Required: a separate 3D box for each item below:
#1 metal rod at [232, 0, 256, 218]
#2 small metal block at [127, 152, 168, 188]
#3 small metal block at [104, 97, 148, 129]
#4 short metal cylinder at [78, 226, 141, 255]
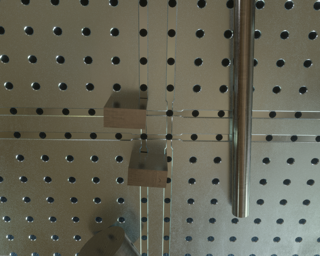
[{"bbox_3d":[0.109,-0.014,0.409,0.025,0.025,0.298,-4,110,1],"label":"metal rod"},{"bbox_3d":[-0.016,0.056,0.420,0.050,0.050,0.025,5,110,-2],"label":"small metal block"},{"bbox_3d":[-0.042,-0.020,0.392,0.050,0.050,0.025,3,110,-1],"label":"small metal block"},{"bbox_3d":[-0.074,0.192,0.454,0.080,0.080,0.050,-26,108,9],"label":"short metal cylinder"}]
